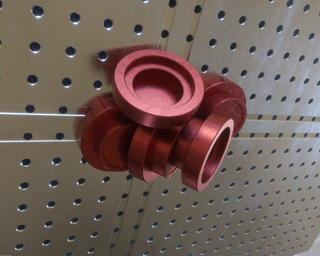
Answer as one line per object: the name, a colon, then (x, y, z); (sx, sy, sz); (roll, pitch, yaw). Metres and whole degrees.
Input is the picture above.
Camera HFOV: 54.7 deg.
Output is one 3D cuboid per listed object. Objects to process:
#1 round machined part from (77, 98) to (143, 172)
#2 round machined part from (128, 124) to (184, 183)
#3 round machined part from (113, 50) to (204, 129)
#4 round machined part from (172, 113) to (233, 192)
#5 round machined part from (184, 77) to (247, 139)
round machined part: (-0.049, 0.015, 0.384); (0.099, 0.042, 0.097); (-14, 125, -21)
round machined part: (0.004, 0.023, 0.388); (0.098, 0.042, 0.097); (-52, 153, -39)
round machined part: (-0.004, -0.039, 0.346); (0.099, 0.098, 0.042); (-12, 149, -22)
round machined part: (0.050, 0.026, 0.383); (0.098, 0.042, 0.097); (-47, 151, -37)
round machined part: (0.082, -0.019, 0.435); (0.099, 0.042, 0.097); (-14, 125, -21)
